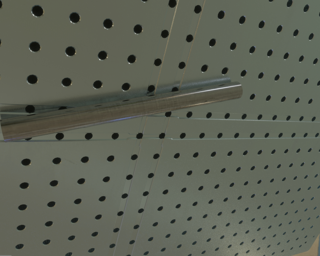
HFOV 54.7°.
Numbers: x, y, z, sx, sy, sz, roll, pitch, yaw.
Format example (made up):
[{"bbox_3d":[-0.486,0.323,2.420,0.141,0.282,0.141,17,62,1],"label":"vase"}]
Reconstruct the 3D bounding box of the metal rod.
[{"bbox_3d":[-0.027,-0.025,0.381,0.303,0.025,0.025,-12,124,-23],"label":"metal rod"}]
